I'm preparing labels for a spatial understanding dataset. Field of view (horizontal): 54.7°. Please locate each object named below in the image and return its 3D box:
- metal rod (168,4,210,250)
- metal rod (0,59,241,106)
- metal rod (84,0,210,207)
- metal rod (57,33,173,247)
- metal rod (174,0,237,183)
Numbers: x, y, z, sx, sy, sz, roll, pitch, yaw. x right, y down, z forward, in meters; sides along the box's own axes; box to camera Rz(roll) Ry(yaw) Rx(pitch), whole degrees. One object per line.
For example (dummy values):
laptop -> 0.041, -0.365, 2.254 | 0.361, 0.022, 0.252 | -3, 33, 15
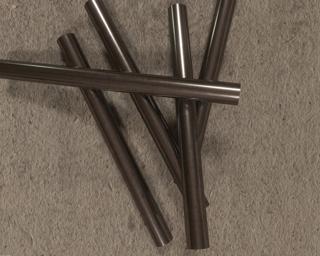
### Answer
metal rod -> 0.033, -0.013, 0.376 | 0.025, 0.025, 0.299 | -4, 77, -1
metal rod -> -0.058, -0.057, 0.374 | 0.301, 0.025, 0.025 | 8, 90, 11
metal rod -> -0.019, -0.032, 0.395 | 0.025, 0.025, 0.299 | -28, 85, 0
metal rod -> -0.059, 0.016, 0.409 | 0.025, 0.025, 0.299 | -26, 90, 0
metal rod -> 0.065, -0.070, 0.410 | 0.025, 0.025, 0.298 | 14, 90, -1
